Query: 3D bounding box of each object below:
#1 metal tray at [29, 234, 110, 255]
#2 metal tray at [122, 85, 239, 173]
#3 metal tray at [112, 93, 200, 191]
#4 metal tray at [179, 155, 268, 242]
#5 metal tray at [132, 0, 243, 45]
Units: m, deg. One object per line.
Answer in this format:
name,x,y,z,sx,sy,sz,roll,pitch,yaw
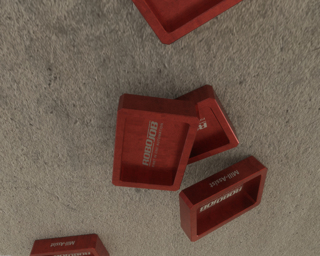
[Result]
metal tray,-0.177,0.254,0.618,0.131,0.030,0.090,-8,130,7
metal tray,0.026,0.008,0.410,0.130,0.030,0.090,-23,127,18
metal tray,-0.010,0.023,0.383,0.091,0.030,0.129,6,130,-6
metal tray,0.092,0.103,0.454,0.131,0.030,0.089,-22,133,-19
metal tray,0.035,-0.147,0.279,0.130,0.030,0.090,-27,126,21
